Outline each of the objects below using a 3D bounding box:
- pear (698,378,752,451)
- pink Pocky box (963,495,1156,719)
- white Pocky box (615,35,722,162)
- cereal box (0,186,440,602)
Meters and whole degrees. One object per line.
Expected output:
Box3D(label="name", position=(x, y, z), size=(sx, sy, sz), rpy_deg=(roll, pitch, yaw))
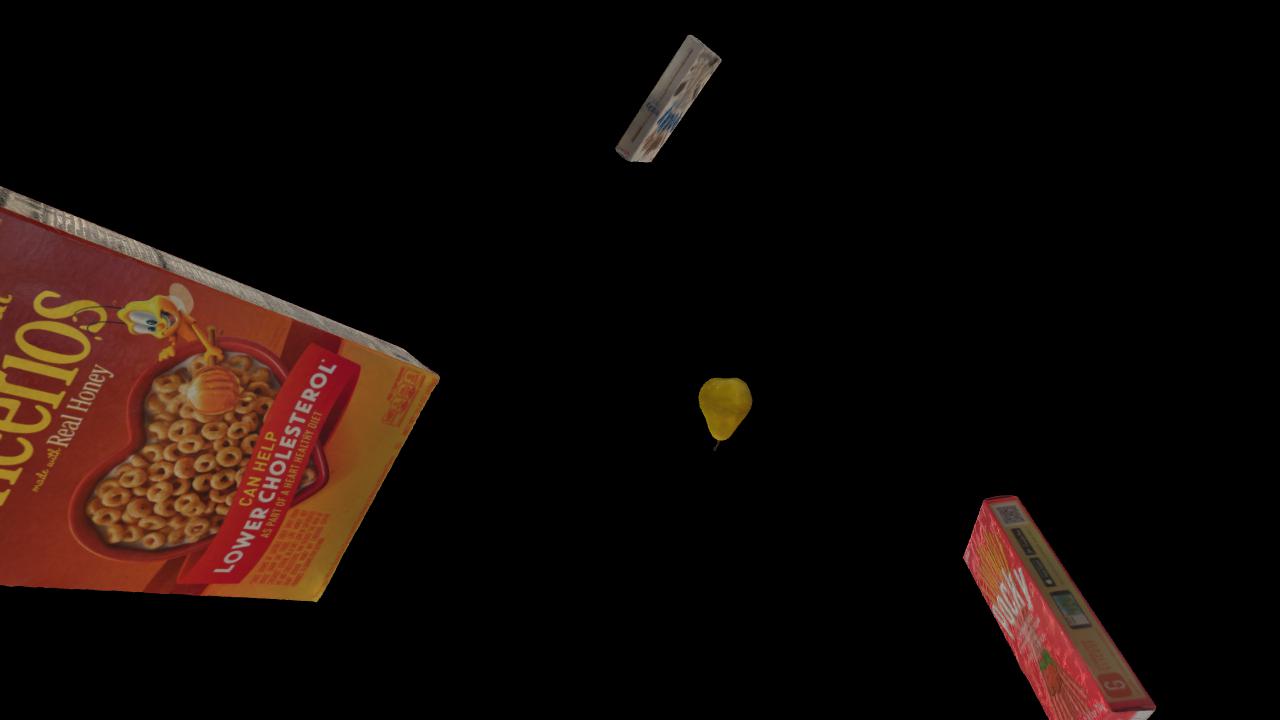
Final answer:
Box3D(label="pear", position=(0.128, 0.082, 0.918), size=(0.080, 0.111, 0.080), rpy_deg=(-1, 1, 0))
Box3D(label="pink Pocky box", position=(0.285, 0.183, 0.437), size=(0.029, 0.084, 0.155), rpy_deg=(-9, 41, 2))
Box3D(label="white Pocky box", position=(0.034, -0.313, 0.751), size=(0.028, 0.154, 0.084), rpy_deg=(42, 26, 5))
Box3D(label="cereal box", position=(-0.311, 0.039, 0.387), size=(0.081, 0.203, 0.306), rpy_deg=(27, -2, 42))
